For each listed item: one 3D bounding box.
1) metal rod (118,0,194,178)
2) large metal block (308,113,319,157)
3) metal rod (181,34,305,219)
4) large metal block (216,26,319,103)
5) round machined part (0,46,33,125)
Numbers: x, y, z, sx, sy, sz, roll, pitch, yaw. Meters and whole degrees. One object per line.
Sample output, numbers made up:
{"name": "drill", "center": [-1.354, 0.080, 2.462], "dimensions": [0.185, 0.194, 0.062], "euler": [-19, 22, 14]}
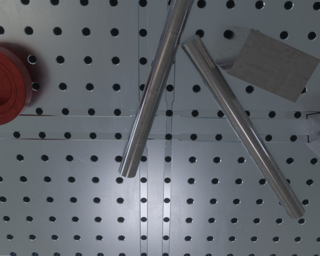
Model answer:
{"name": "metal rod", "center": [-0.001, -0.070, 0.387], "dimensions": [0.025, 0.025, 0.298], "euler": [17, 109, -6]}
{"name": "large metal block", "center": [0.246, 0.011, 0.391], "dimensions": [0.080, 0.080, 0.050], "euler": [-12, 110, 4]}
{"name": "metal rod", "center": [0.120, 0.010, 0.418], "dimensions": [0.025, 0.025, 0.299], "euler": [-32, 107, 11]}
{"name": "large metal block", "center": [0.118, -0.077, 0.357], "dimensions": [0.080, 0.080, 0.050], "euler": [21, 109, -8]}
{"name": "round machined part", "center": [-0.207, -0.055, 0.382], "dimensions": [0.099, 0.042, 0.097], "euler": [0, 110, 0]}
